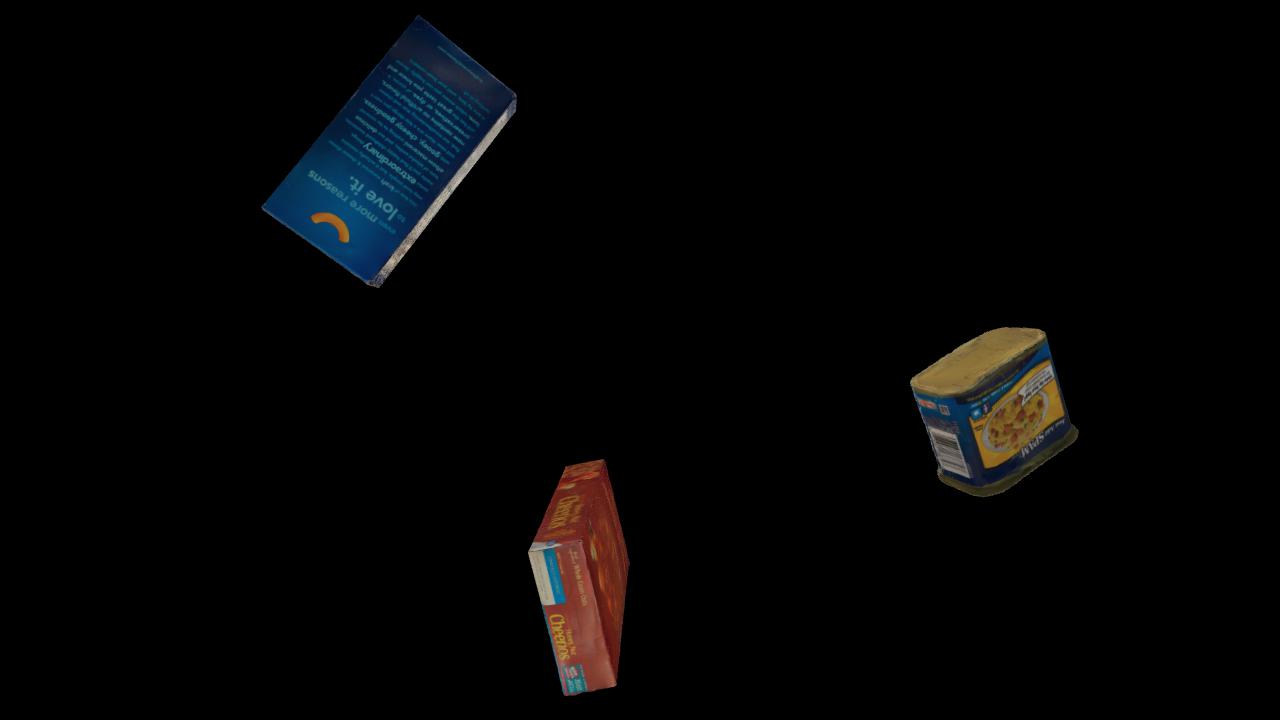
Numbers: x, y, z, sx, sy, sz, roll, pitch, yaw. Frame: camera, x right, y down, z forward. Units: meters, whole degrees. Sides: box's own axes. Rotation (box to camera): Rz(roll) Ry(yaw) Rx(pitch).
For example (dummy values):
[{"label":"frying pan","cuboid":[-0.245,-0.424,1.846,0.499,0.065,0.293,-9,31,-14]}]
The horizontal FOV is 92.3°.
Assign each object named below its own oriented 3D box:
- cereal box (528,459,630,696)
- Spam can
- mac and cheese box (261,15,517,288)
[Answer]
[{"label":"cereal box","cuboid":[-0.078,0.292,0.896,0.081,0.203,0.306,-12,10,5]},{"label":"Spam can","cuboid":[0.258,0.035,0.451,0.101,0.085,0.058,-29,16,-13]},{"label":"mac and cheese box","cuboid":[-0.185,-0.156,0.470,0.093,0.184,0.041,37,-6,-11]}]
